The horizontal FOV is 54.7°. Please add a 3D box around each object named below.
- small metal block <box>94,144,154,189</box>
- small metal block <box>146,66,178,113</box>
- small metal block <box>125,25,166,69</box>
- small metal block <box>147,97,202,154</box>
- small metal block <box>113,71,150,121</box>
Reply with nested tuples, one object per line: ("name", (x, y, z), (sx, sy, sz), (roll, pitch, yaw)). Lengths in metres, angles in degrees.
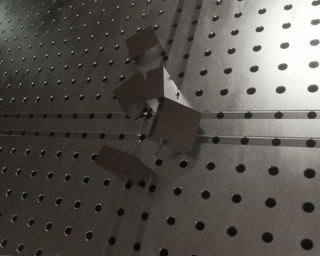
("small metal block", (-0.044, 0.048, 0.384), (0.050, 0.050, 0.025), (16, 70, 34))
("small metal block", (0.004, -0.046, 0.417), (0.025, 0.050, 0.050), (-14, 56, 20))
("small metal block", (-0.024, -0.131, 0.499), (0.050, 0.025, 0.050), (-27, 52, 10))
("small metal block", (0.018, -0.002, 0.380), (0.025, 0.050, 0.050), (-35, 34, 65))
("small metal block", (-0.034, -0.047, 0.452), (0.050, 0.025, 0.050), (-37, 50, 5))
